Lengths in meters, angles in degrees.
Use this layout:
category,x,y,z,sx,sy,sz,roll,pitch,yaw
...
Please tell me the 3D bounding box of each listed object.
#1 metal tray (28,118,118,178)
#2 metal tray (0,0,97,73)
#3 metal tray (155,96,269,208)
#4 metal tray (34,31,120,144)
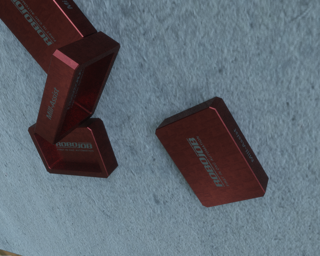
category,x,y,z,sx,sy,sz,roll,pitch,yaw
metal tray,-0.139,0.031,0.493,0.130,0.030,0.089,0,118,28
metal tray,-0.152,-0.142,0.393,0.090,0.030,0.130,-31,102,37
metal tray,0.065,0.035,0.390,0.090,0.030,0.130,-23,106,36
metal tray,-0.104,-0.049,0.387,0.030,0.090,0.129,35,129,5
